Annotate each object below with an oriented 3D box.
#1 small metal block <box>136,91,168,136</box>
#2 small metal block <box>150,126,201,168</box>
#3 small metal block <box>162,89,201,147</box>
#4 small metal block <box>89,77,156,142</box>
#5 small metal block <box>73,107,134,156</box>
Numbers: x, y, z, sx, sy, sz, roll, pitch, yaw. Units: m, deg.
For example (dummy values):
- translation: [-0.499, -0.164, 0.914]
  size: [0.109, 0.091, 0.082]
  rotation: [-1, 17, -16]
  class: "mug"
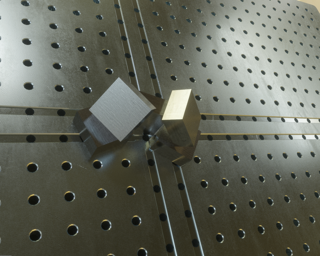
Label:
- translation: [-0.021, -0.018, 0.393]
  size: [0.050, 0.050, 0.025]
  rotation: [17, 55, -19]
  class: "small metal block"
- translation: [0.022, 0.016, 0.412]
  size: [0.050, 0.025, 0.050]
  rotation: [31, 51, -9]
  class: "small metal block"
- translation: [0.028, -0.012, 0.382]
  size: [0.050, 0.025, 0.050]
  rotation: [64, 35, -43]
  class: "small metal block"
- translation: [-0.041, -0.021, 0.348]
  size: [0.050, 0.050, 0.025]
  rotation: [45, 12, 3]
  class: "small metal block"
- translation: [-0.069, -0.001, 0.373]
  size: [0.050, 0.025, 0.050]
  rotation: [-21, 73, -36]
  class: "small metal block"
